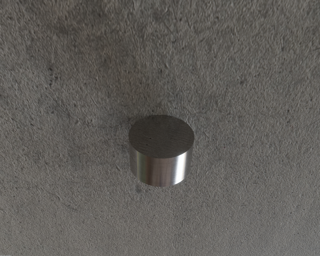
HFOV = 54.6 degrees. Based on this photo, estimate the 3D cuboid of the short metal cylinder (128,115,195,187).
[{"bbox_3d":[0.001,0.027,0.394,0.080,0.080,0.050,1,130,-1],"label":"short metal cylinder"}]
